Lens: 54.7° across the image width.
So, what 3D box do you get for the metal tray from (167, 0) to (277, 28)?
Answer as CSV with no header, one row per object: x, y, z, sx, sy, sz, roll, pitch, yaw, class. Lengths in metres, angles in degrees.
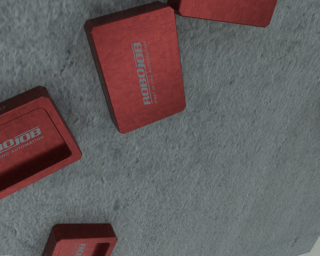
0.079,-0.167,0.345,0.131,0.030,0.089,-3,120,-27,metal tray

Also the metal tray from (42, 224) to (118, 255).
-0.128,0.201,0.458,0.091,0.030,0.129,12,112,-34,metal tray

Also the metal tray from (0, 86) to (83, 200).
-0.162,0.023,0.329,0.131,0.030,0.090,-27,128,-12,metal tray

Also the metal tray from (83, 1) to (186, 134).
-0.023,-0.066,0.352,0.091,0.030,0.129,-22,127,-16,metal tray
